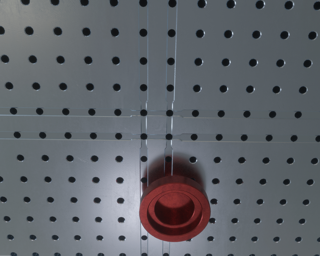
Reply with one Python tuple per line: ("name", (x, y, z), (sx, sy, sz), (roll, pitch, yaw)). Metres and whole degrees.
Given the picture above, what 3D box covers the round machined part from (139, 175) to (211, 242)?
("round machined part", (0.021, 0.111, 0.445), (0.099, 0.042, 0.097), (0, 110, 0))
